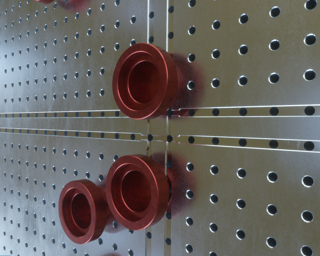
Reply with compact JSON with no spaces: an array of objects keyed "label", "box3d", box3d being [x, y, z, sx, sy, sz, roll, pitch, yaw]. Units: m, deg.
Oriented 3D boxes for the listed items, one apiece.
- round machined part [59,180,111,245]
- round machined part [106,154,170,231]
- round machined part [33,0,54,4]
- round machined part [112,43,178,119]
[{"label":"round machined part","box3d":[-0.117,0.131,0.496,0.098,0.042,0.097,0,90,40]},{"label":"round machined part","box3d":[-0.026,0.084,0.421,0.098,0.042,0.097,0,90,40]},{"label":"round machined part","box3d":[-0.200,-0.276,0.565,0.098,0.042,0.097,0,90,40]},{"label":"round machined part","box3d":[-0.015,-0.060,0.412,0.098,0.042,0.097,0,90,40]}]
